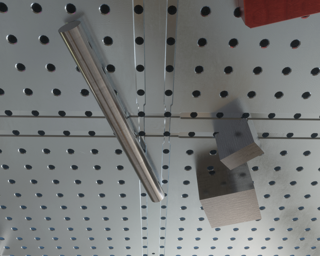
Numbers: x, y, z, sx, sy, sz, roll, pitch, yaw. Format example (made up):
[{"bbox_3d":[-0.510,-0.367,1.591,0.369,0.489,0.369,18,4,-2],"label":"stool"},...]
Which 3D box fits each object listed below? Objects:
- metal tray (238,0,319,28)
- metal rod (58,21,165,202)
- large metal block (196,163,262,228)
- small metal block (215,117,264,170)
[{"bbox_3d":[0.138,-0.152,0.281,0.131,0.030,0.090,-11,130,8],"label":"metal tray"},{"bbox_3d":[-0.049,0.003,0.413,0.025,0.025,0.299,-14,129,11],"label":"metal rod"},{"bbox_3d":[0.109,0.108,0.489,0.080,0.050,0.080,-15,129,12],"label":"large metal block"},{"bbox_3d":[0.105,0.020,0.414,0.050,0.050,0.025,-33,123,24],"label":"small metal block"}]
